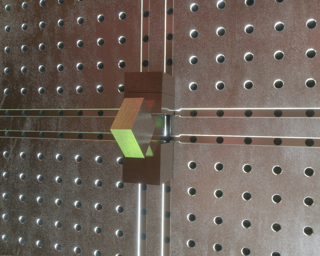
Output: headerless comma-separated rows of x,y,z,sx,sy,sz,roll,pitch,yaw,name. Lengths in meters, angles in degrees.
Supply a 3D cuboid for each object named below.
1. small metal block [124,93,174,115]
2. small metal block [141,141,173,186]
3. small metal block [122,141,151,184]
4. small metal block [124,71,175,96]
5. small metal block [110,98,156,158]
-0.013,-0.031,0.402,0.050,0.050,0.025,2,91,19,small metal block
-0.003,0.044,0.398,0.025,0.050,0.050,2,91,20,small metal block
-0.026,0.043,0.407,0.025,0.050,0.050,2,91,20,small metal block
-0.012,-0.056,0.402,0.050,0.050,0.025,2,91,19,small metal block
-0.030,0.000,0.365,0.025,0.050,0.050,1,48,20,small metal block
